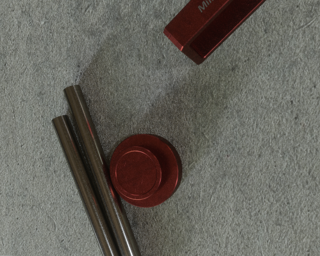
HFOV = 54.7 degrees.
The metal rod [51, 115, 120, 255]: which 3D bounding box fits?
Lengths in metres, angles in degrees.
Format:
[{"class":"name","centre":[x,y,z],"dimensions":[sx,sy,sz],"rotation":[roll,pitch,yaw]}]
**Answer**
[{"class":"metal rod","centre":[-0.090,0.122,0.440],"dimensions":[0.025,0.025,0.299],"rotation":[-26,82,18]}]

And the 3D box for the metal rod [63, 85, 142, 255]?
[{"class":"metal rod","centre":[-0.076,0.080,0.435],"dimensions":[0.025,0.025,0.299],"rotation":[-24,82,18]}]

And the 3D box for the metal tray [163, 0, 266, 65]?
[{"class":"metal tray","centre":[0.072,-0.135,0.349],"dimensions":[0.130,0.090,0.030],"rotation":[-44,77,15]}]

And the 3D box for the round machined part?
[{"class":"round machined part","centre":[-0.023,0.056,0.408],"dimensions":[0.098,0.042,0.097],"rotation":[0,90,20]}]
